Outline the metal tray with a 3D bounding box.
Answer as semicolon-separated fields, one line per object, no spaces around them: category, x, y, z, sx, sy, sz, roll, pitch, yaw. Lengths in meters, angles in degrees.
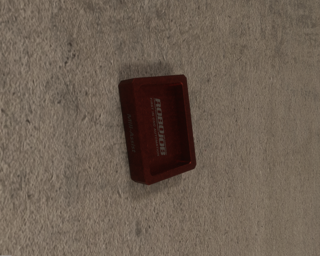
metal tray;0.000;-0.001;0.403;0.091;0.030;0.129;-12;98;-40
